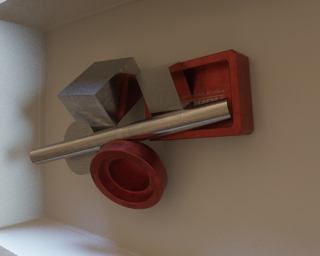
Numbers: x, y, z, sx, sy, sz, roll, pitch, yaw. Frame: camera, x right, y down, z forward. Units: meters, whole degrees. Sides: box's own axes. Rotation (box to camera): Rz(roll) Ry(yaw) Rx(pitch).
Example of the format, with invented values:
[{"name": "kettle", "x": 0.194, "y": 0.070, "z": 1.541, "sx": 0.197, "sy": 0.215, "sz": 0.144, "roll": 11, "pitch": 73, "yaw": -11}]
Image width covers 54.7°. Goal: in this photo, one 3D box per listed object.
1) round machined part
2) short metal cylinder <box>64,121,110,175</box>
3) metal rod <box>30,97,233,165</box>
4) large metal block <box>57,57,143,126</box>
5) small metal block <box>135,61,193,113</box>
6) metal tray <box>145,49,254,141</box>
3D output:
[{"name": "round machined part", "x": -0.036, "y": 0.055, "z": 0.401, "sx": 0.098, "sy": 0.042, "sz": 0.097, "roll": 11, "pitch": 126, "yaw": 16}, {"name": "short metal cylinder", "x": -0.101, "y": 0.028, "z": 0.468, "sx": 0.080, "sy": 0.050, "sz": 0.079, "roll": 0, "pitch": 90, "yaw": 39}, {"name": "metal rod", "x": -0.055, "y": 0.011, "z": 0.394, "sx": 0.300, "sy": 0.025, "sz": 0.025, "roll": -14, "pitch": 81, "yaw": 27}, {"name": "large metal block", "x": -0.075, "y": -0.049, "z": 0.419, "sx": 0.080, "sy": 0.080, "sz": 0.050, "roll": 4, "pitch": 135, "yaw": 40}, {"name": "small metal block", "x": 0.005, "y": -0.048, "z": 0.371, "sx": 0.050, "sy": 0.025, "sz": 0.050, "roll": -6, "pitch": 112, "yaw": 40}, {"name": "metal tray", "x": 0.040, "y": -0.032, "z": 0.366, "sx": 0.130, "sy": 0.030, "sz": 0.089, "roll": -6, "pitch": 86, "yaw": 39}]
